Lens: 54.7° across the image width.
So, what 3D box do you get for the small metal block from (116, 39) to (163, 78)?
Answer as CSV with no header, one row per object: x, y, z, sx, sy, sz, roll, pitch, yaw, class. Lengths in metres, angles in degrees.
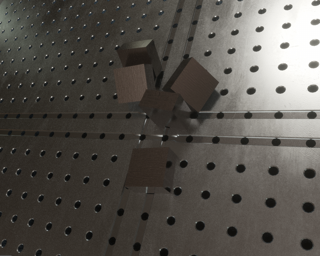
-0.030,-0.102,0.465,0.050,0.050,0.025,1,40,28,small metal block

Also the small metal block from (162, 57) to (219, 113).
0.040,-0.055,0.400,0.050,0.050,0.025,-56,21,-12,small metal block

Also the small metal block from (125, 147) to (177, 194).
-0.010,0.052,0.381,0.050,0.025,0.050,-4,60,25,small metal block

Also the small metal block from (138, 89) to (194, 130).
0.009,-0.023,0.401,0.050,0.050,0.025,11,68,33,small metal block

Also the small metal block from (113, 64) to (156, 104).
-0.036,-0.064,0.448,0.050,0.025,0.050,-5,97,25,small metal block
